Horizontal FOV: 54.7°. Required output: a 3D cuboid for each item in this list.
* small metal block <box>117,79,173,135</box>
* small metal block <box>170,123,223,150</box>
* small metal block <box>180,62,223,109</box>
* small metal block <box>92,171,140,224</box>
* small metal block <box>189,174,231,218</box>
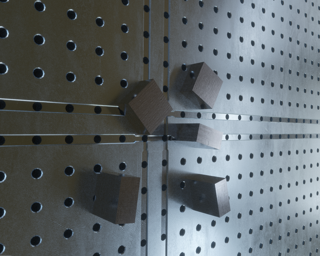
[{"bbox_3d":[-0.018,-0.027,0.396,0.050,0.025,0.050,-49,119,-29],"label":"small metal block"},{"bbox_3d":[0.052,0.012,0.439,0.050,0.050,0.025,19,78,-39],"label":"small metal block"},{"bbox_3d":[0.063,-0.062,0.464,0.050,0.025,0.050,37,68,-34],"label":"small metal block"},{"bbox_3d":[-0.050,0.078,0.352,0.025,0.050,0.050,11,83,-40],"label":"small metal block"},{"bbox_3d":[0.073,0.099,0.457,0.025,0.050,0.050,-16,101,-39],"label":"small metal block"}]
